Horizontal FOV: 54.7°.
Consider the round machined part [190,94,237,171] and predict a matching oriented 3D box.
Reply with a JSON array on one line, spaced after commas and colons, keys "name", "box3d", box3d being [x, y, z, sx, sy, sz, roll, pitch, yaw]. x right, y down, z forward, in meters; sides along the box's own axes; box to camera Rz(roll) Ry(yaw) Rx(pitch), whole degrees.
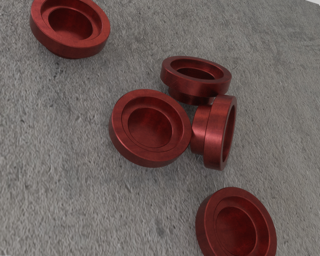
[{"name": "round machined part", "box3d": [0.069, 0.004, 0.404, 0.042, 0.098, 0.098, 10, 49, 20]}]

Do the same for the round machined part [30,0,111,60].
[{"name": "round machined part", "box3d": [-0.119, -0.130, 0.408, 0.099, 0.042, 0.098, 14, 56, -21]}]

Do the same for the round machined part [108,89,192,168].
[{"name": "round machined part", "box3d": [-0.014, 0.004, 0.379, 0.099, 0.042, 0.098, 11, 57, -17]}]

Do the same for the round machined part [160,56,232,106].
[{"name": "round machined part", "box3d": [0.048, -0.065, 0.441, 0.099, 0.042, 0.098, 8, 31, -5]}]

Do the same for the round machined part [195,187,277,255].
[{"name": "round machined part", "box3d": [0.084, 0.123, 0.363, 0.099, 0.042, 0.098, 14, 56, -21]}]
